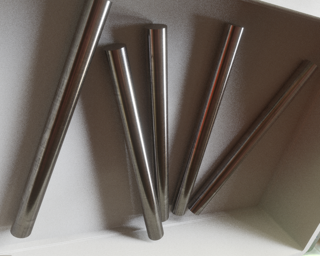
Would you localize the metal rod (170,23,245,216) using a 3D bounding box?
[{"bbox_3d":[0.061,0.005,0.444,0.025,0.025,0.298,-1,119,-28],"label":"metal rod"}]

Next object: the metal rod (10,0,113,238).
[{"bbox_3d":[-0.117,0.002,0.345,0.025,0.025,0.298,12,112,-34],"label":"metal rod"}]

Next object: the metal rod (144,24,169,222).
[{"bbox_3d":[-0.001,0.015,0.416,0.025,0.025,0.298,-15,125,-20],"label":"metal rod"}]

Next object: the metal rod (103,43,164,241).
[{"bbox_3d":[-0.027,0.040,0.406,0.025,0.025,0.298,-20,123,-17],"label":"metal rod"}]

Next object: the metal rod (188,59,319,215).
[{"bbox_3d":[0.144,0.021,0.499,0.025,0.025,0.299,29,102,-38],"label":"metal rod"}]
